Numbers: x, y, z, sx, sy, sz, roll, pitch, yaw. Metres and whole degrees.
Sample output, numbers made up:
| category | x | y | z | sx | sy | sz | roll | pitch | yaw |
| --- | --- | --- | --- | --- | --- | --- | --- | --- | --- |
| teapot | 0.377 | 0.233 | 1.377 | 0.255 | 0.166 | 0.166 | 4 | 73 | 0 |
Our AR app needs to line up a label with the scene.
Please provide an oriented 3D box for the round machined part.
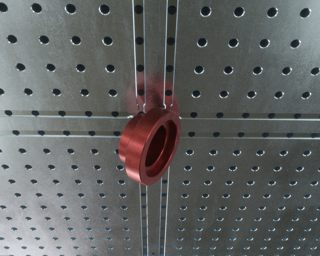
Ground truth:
| category | x | y | z | sx | sy | sz | roll | pitch | yaw |
| --- | --- | --- | --- | --- | --- | --- | --- | --- | --- |
| round machined part | -0.015 | 0.020 | 0.392 | 0.042 | 0.098 | 0.097 | 20 | 135 | 25 |
